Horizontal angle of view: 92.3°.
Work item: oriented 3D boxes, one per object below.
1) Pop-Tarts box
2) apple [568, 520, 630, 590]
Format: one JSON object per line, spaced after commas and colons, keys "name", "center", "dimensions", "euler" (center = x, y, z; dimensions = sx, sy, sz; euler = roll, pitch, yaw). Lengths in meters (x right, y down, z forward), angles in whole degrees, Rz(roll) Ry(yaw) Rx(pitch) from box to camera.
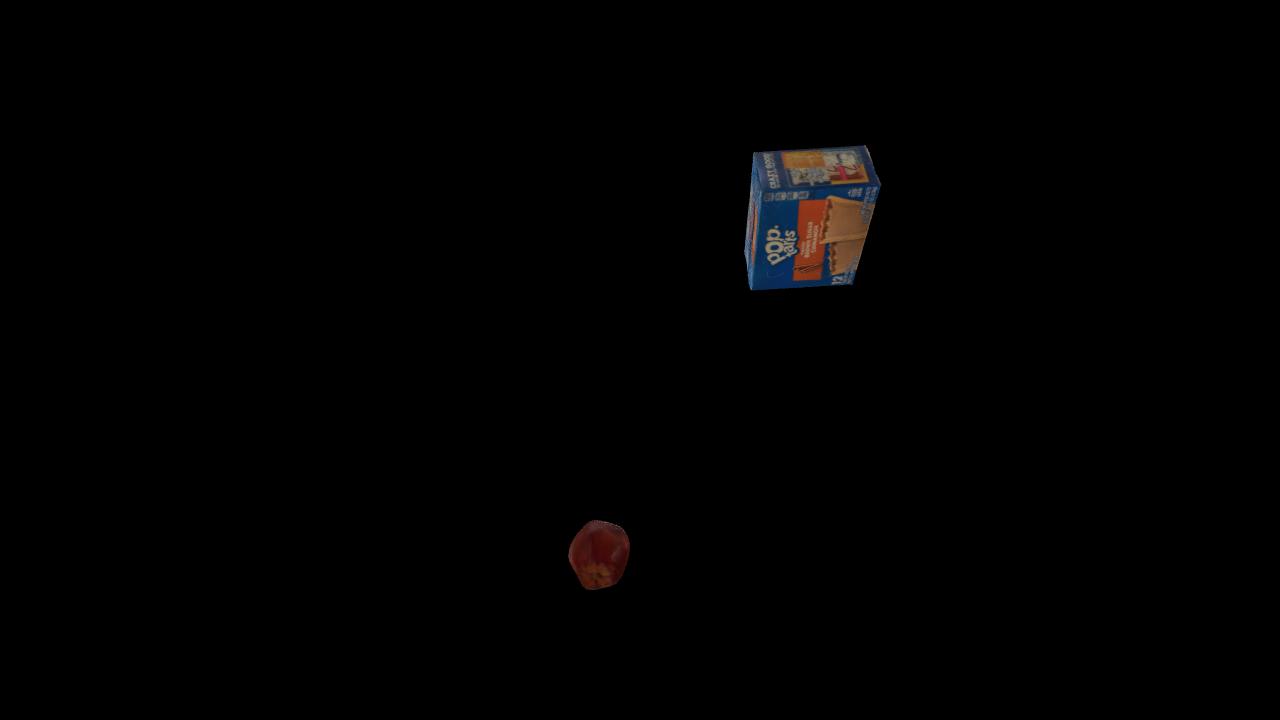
{"name": "Pop-Tarts box", "center": [0.215, -0.179, 0.798], "dimensions": [0.141, 0.083, 0.167], "euler": [-2, -38, 2]}
{"name": "apple", "center": [-0.050, 0.244, 0.771], "dimensions": [0.079, 0.079, 0.093], "euler": [0, 11, 1]}
